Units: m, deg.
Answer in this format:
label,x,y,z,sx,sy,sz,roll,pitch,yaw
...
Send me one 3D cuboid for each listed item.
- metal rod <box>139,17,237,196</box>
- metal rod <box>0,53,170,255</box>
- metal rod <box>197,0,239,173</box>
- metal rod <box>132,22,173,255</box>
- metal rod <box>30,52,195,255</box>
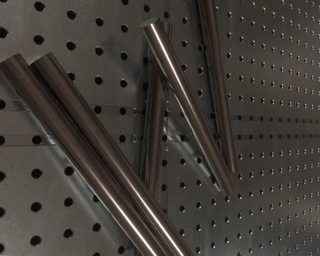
label,x,y,z,sx,sy,sz,roll,pitch,yaw
metal rod,0.051,-0.010,0.432,0.025,0.025,0.299,-49,126,-29
metal rod,-0.066,0.057,0.336,0.025,0.025,0.299,-44,111,-31
metal rod,0.091,-0.075,0.487,0.025,0.025,0.298,-17,101,-39
metal rod,-0.009,0.011,0.403,0.025,0.025,0.298,9,85,-40
metal rod,-0.042,0.051,0.353,0.025,0.025,0.299,-43,110,-32
